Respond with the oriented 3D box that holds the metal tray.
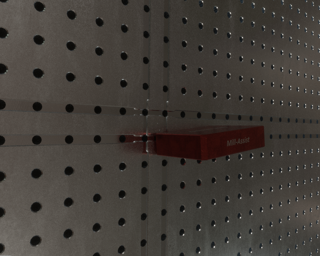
[{"bbox_3d":[0.071,0.017,0.428,0.131,0.090,0.030,-7,95,-40],"label":"metal tray"}]
